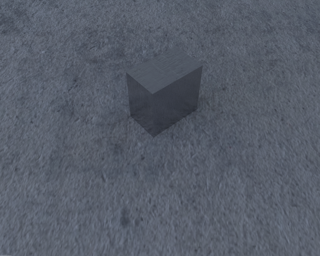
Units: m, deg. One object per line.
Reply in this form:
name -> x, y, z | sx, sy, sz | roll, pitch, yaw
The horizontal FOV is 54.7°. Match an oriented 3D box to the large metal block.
large metal block -> 0.006, -0.047, 0.407 | 0.080, 0.080, 0.050 | -33, 58, -25
